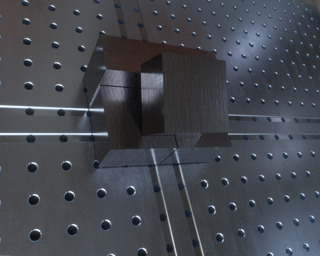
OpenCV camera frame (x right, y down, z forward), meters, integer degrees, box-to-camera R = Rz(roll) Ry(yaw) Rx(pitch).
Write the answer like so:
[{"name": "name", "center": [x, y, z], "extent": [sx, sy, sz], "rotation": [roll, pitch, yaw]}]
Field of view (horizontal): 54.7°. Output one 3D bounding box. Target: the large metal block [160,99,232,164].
[{"name": "large metal block", "center": [0.038, 0.000, 0.411], "extent": [0.081, 0.050, 0.080], "rotation": [1, 62, -28]}]

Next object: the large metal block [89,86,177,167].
[{"name": "large metal block", "center": [-0.035, -0.001, 0.373], "extent": [0.081, 0.050, 0.080], "rotation": [1, 62, -28]}]

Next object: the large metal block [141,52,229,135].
[{"name": "large metal block", "center": [0.027, -0.033, 0.343], "extent": [0.081, 0.050, 0.080], "rotation": [0, 86, -29]}]

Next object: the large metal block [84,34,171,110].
[{"name": "large metal block", "center": [-0.044, -0.065, 0.389], "extent": [0.081, 0.080, 0.050], "rotation": [1, 62, -28]}]

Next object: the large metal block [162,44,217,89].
[{"name": "large metal block", "center": [0.028, -0.064, 0.427], "extent": [0.081, 0.080, 0.050], "rotation": [1, 62, -28]}]
